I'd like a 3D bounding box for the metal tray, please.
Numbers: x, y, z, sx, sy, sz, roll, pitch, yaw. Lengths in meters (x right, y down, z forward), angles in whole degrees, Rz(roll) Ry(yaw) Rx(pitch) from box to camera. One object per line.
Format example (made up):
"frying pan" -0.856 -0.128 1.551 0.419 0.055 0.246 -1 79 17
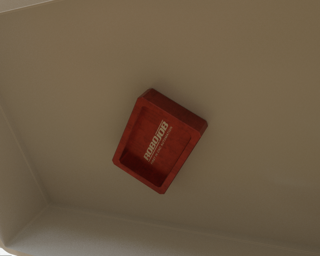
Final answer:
"metal tray" -0.005 0.022 0.420 0.090 0.030 0.129 32 128 6
